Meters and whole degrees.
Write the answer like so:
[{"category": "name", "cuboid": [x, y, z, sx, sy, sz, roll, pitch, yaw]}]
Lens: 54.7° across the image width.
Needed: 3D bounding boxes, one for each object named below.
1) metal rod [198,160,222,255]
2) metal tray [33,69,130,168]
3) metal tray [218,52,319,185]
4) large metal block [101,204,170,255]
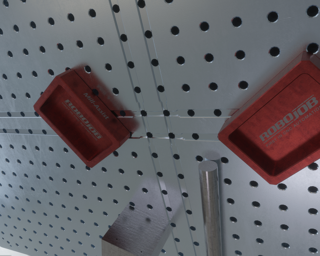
[{"category": "metal rod", "cuboid": [0.083, 0.180, 0.478, 0.025, 0.025, 0.298, 6, 121, 25]}, {"category": "metal tray", "cuboid": [-0.118, -0.011, 0.463, 0.130, 0.030, 0.090, 49, 129, -7]}, {"category": "metal tray", "cuboid": [0.138, -0.004, 0.332, 0.090, 0.030, 0.129, 41, 129, -1]}, {"category": "large metal block", "cuboid": [-0.039, 0.185, 0.511, 0.080, 0.080, 0.050, 18, 126, 17]}]
